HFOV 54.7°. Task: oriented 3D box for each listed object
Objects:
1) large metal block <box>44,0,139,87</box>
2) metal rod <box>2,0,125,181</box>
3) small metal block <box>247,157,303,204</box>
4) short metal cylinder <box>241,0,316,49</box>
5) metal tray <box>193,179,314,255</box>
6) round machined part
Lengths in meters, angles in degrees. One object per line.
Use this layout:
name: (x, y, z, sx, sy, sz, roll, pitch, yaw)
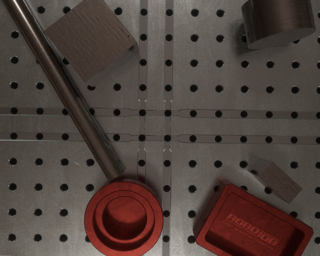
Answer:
large metal block: (-0.084, -0.111, 0.400, 0.080, 0.050, 0.080, -38, 91, 0)
metal rod: (-0.134, -0.065, 0.411, 0.025, 0.025, 0.299, -30, 90, 0)
small metal block: (0.148, 0.067, 0.403, 0.050, 0.050, 0.025, 42, 90, -1)
short metal cylinder: (0.147, -0.135, 0.388, 0.080, 0.080, 0.050, -10, 90, 0)
metal tray: (0.122, 0.139, 0.412, 0.130, 0.030, 0.090, 29, 90, -1)
round machined part: (-0.045, 0.114, 0.404, 0.099, 0.042, 0.097, 0, 91, -1)
